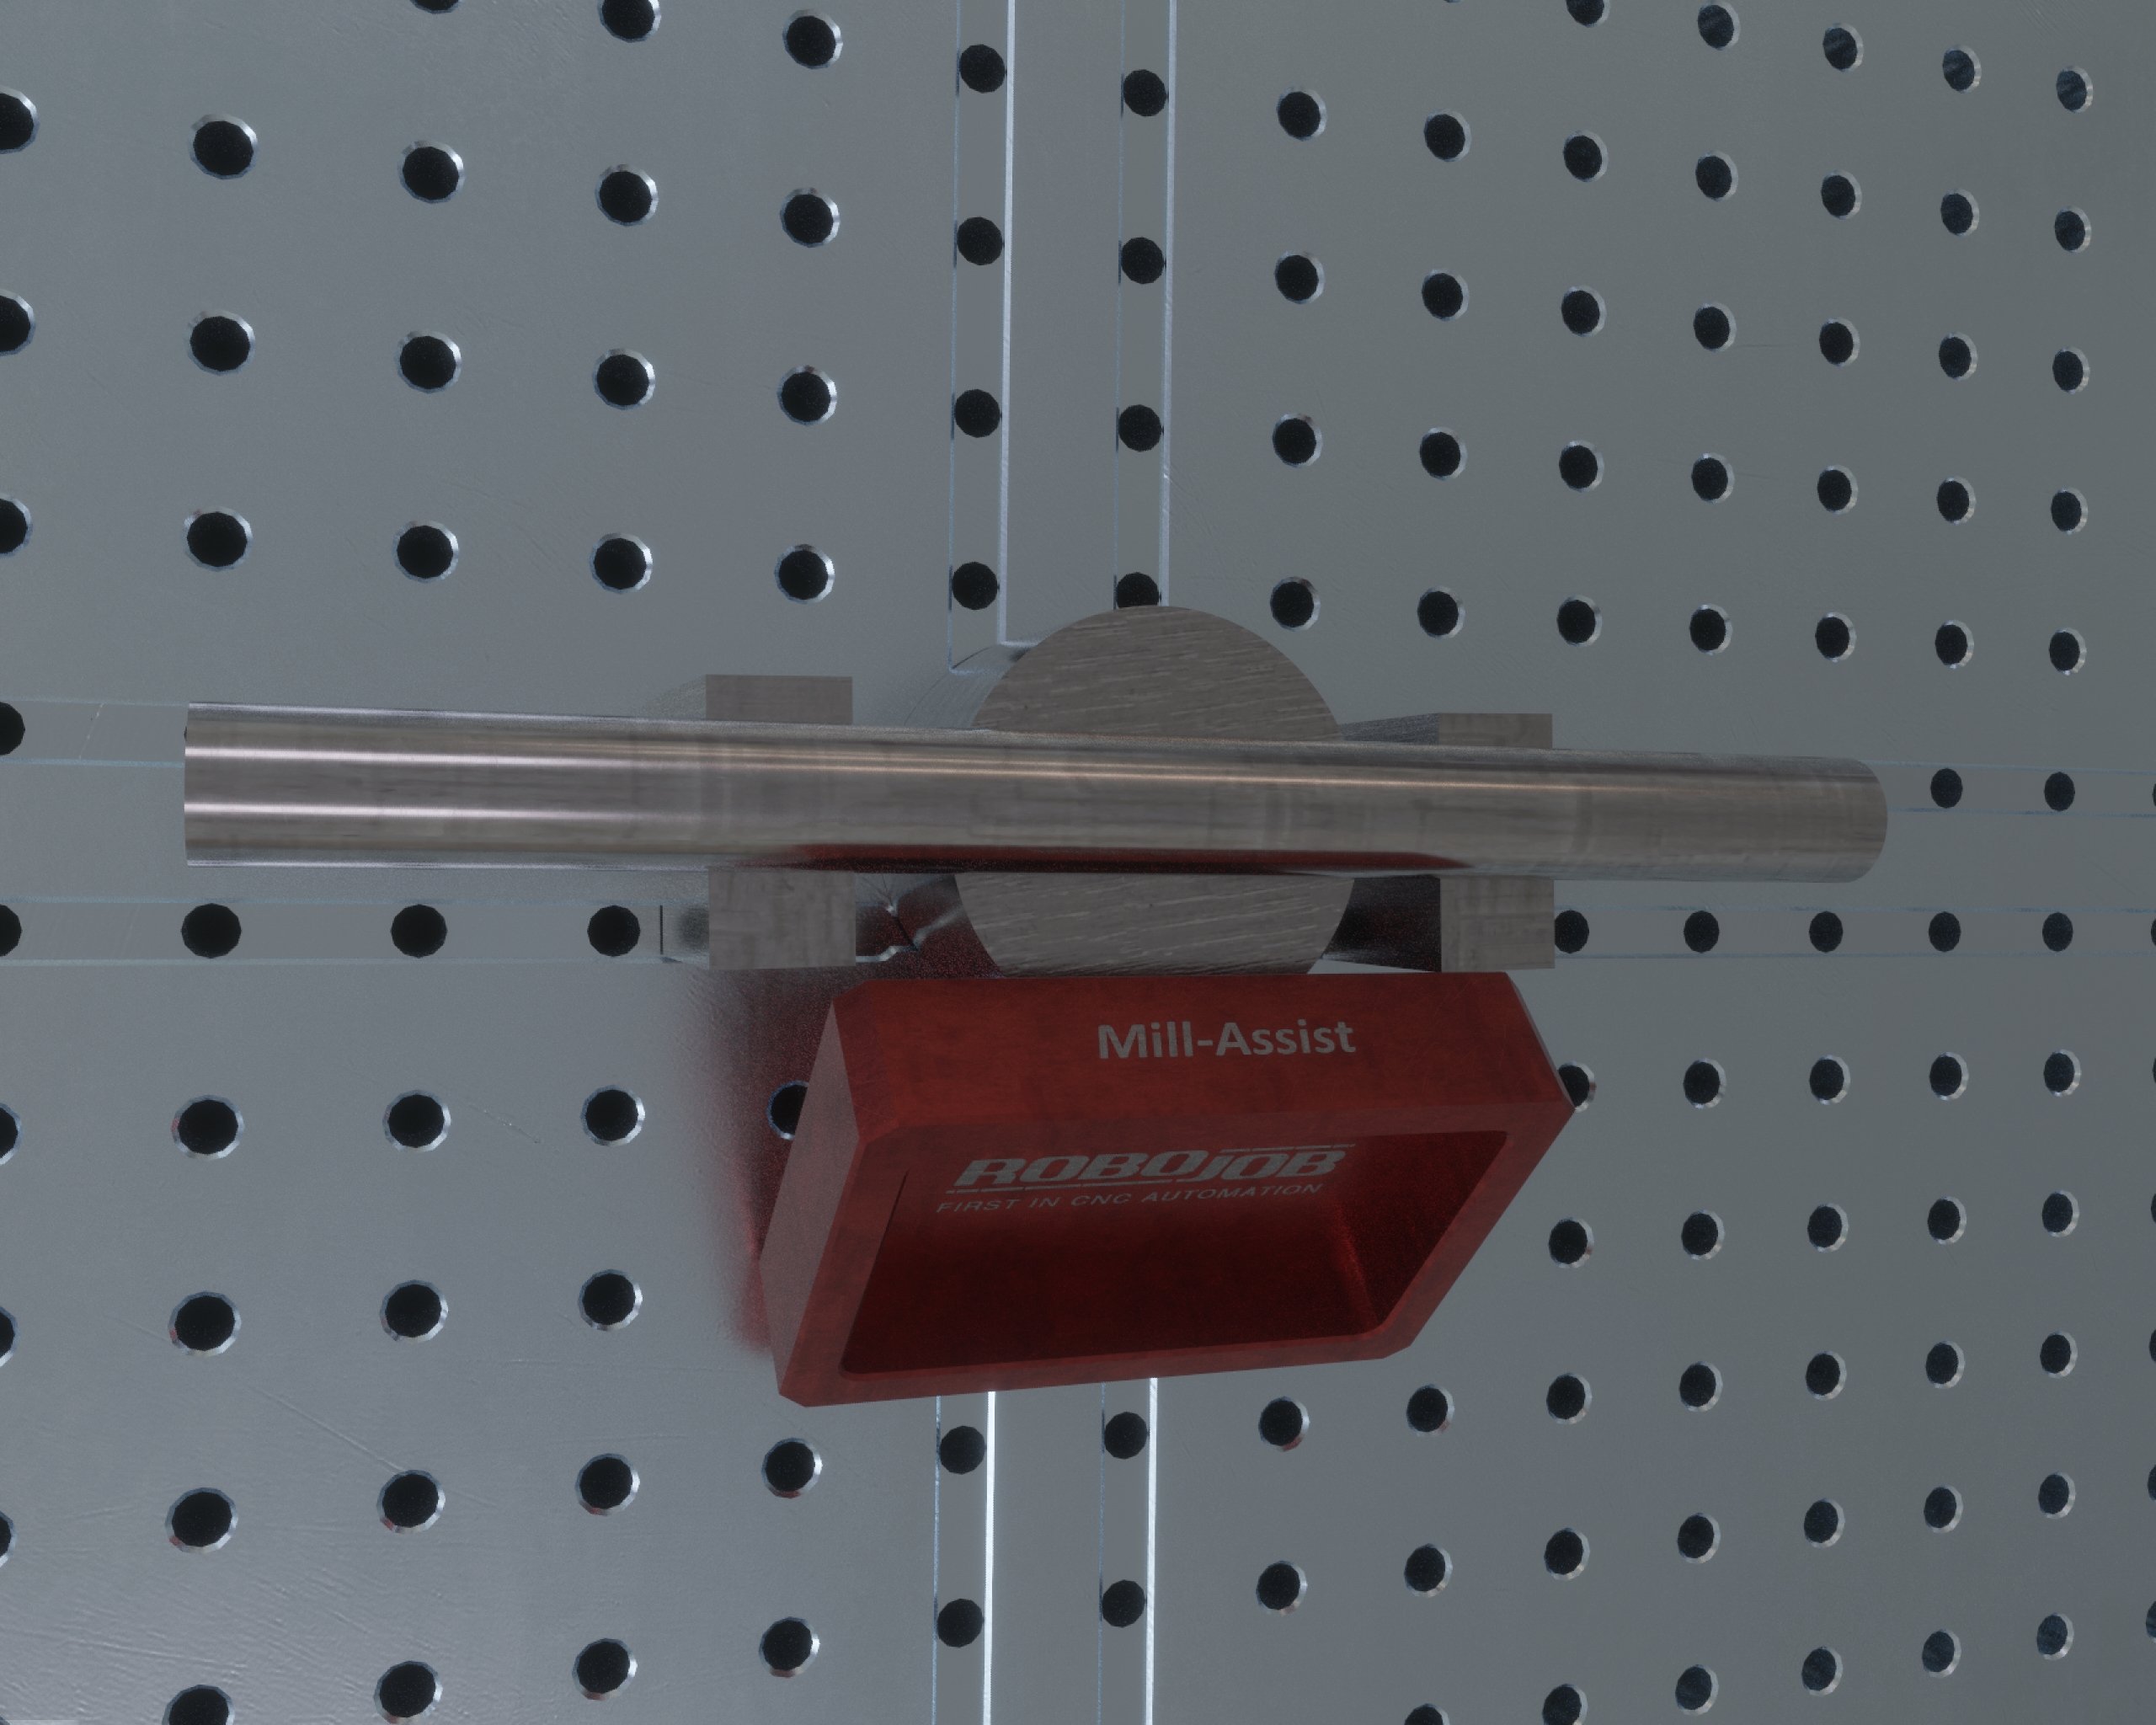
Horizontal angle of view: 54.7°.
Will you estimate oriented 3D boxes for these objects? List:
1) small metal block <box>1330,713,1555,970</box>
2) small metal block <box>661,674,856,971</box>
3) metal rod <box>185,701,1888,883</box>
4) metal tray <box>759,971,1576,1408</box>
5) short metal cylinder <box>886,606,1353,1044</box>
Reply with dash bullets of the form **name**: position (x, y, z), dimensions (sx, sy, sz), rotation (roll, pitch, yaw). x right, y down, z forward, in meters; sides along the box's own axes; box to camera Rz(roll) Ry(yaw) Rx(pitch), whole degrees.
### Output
- **small metal block**: position (0.072, -0.004, 0.426), dimensions (0.025, 0.050, 0.050), rotation (-1, 91, -20)
- **small metal block**: position (-0.059, -0.007, 0.378), dimensions (0.025, 0.050, 0.050), rotation (-1, 91, -20)
- **metal rod**: position (0.010, -0.010, 0.363), dimensions (0.302, 0.025, 0.025), rotation (1, 90, -20)
- **metal tray**: position (0.014, 0.060, 0.386), dimensions (0.131, 0.089, 0.030), rotation (0, 47, -20)
- **short metal cylinder**: position (0.007, -0.007, 0.401), dimensions (0.081, 0.050, 0.080), rotation (0, 90, -20)
